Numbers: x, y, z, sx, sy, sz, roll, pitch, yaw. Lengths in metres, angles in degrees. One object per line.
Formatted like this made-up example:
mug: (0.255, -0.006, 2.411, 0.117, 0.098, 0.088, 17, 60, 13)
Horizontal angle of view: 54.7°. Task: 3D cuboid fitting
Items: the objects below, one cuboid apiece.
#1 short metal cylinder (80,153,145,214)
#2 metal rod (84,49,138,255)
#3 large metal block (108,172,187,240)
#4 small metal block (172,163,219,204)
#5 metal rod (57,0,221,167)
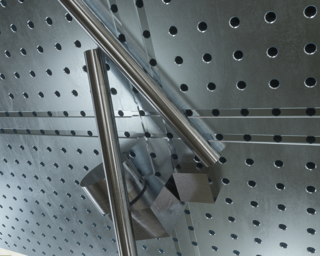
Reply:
short metal cylinder: (-0.070, 0.081, 0.461, 0.080, 0.080, 0.050, -20, 108, 35)
metal rod: (-0.061, 0.049, 0.401, 0.025, 0.025, 0.298, -8, 92, 31)
large metal block: (-0.014, 0.114, 0.452, 0.080, 0.080, 0.050, -21, 107, 35)
small metal block: (0.050, 0.076, 0.431, 0.050, 0.025, 0.050, -3, 117, 29)
metal rod: (-0.031, -0.069, 0.383, 0.300, 0.025, 0.025, 48, 129, -6)
